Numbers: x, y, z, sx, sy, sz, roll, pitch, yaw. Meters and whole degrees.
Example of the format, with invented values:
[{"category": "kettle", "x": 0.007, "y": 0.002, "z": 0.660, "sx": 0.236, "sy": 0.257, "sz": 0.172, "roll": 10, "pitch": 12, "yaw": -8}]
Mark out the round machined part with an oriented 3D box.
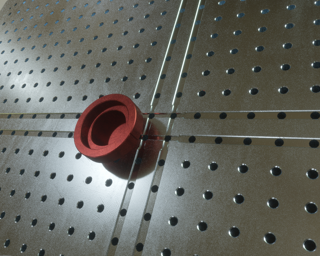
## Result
[{"category": "round machined part", "x": -0.066, "y": 0.004, "z": 0.431, "sx": 0.098, "sy": 0.042, "sz": 0.098, "roll": -13, "pitch": 56, "yaw": 21}]
